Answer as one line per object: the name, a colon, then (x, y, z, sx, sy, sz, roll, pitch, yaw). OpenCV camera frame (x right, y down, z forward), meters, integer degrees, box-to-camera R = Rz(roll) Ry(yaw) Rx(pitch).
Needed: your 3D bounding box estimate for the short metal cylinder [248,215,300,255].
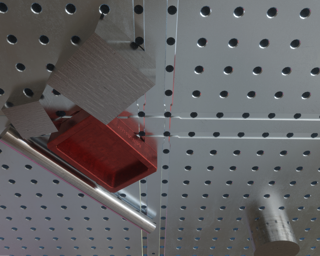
short metal cylinder: (0.209, 0.207, 0.575, 0.081, 0.050, 0.079, 0, 130, 0)

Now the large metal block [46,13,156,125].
large metal block: (-0.062, -0.062, 0.342, 0.080, 0.050, 0.080, -36, 122, 26)

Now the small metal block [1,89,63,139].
small metal block: (-0.161, -0.017, 0.395, 0.050, 0.025, 0.050, -12, 130, 9)

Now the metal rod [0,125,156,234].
metal rod: (-0.112, 0.093, 0.489, 0.025, 0.025, 0.300, -32, 124, 24)

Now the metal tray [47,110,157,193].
metal tray: (-0.076, 0.032, 0.434, 0.090, 0.030, 0.130, -30, 124, 23)
